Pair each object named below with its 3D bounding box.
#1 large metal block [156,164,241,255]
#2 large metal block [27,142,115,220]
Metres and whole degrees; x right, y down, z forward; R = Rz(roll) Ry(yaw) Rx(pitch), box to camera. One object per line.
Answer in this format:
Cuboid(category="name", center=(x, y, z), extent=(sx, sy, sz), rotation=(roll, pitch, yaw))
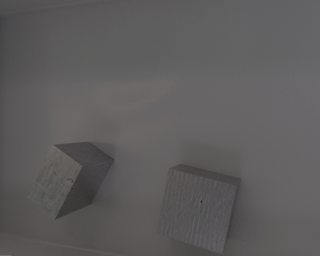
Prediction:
Cuboid(category="large metal block", center=(0.049, 0.095, 0.380), extent=(0.080, 0.050, 0.080), rotation=(12, 94, 19))
Cuboid(category="large metal block", center=(-0.119, 0.067, 0.423), extent=(0.050, 0.080, 0.080), rotation=(32, 101, 17))
